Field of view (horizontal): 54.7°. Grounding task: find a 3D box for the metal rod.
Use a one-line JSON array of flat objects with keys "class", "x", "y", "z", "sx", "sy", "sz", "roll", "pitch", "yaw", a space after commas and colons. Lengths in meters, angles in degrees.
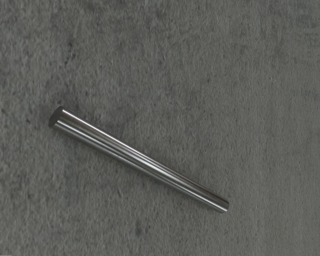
[{"class": "metal rod", "x": -0.004, "y": 0.056, "z": 0.403, "sx": 0.301, "sy": 0.025, "sz": 0.025, "roll": 33, "pitch": 69, "yaw": -35}]
